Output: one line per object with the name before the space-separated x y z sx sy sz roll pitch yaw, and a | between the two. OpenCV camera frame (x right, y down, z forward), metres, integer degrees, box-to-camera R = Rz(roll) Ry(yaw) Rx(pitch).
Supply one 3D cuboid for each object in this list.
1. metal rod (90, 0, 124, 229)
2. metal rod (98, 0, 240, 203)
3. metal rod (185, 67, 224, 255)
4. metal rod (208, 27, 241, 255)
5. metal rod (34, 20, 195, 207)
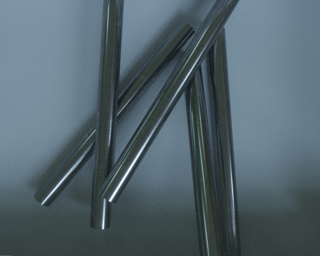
metal rod | -0.065 -0.027 0.384 0.025 0.025 0.298 4 90 0
metal rod | 0.016 -0.046 0.377 0.025 0.025 0.299 31 84 0
metal rod | 0.049 0.047 0.352 0.025 0.025 0.299 -3 66 0
metal rod | 0.084 0.018 0.411 0.025 0.025 0.298 -4 90 0
metal rod | -0.059 -0.019 0.410 0.025 0.025 0.300 40 90 0
